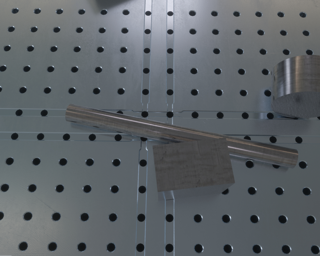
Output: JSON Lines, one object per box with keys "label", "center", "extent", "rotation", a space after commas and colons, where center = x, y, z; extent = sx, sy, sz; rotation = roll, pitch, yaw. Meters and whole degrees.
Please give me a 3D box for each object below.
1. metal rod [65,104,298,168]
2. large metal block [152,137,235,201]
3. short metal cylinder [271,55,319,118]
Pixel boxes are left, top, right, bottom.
{"label": "metal rod", "center": [0.025, 0.010, 0.408], "extent": [0.302, 0.025, 0.025], "rotation": [12, 71, 4]}
{"label": "large metal block", "center": [0.035, 0.051, 0.364], "extent": [0.081, 0.080, 0.050], "rotation": [-6, 70, -2]}
{"label": "short metal cylinder", "center": [0.187, -0.051, 0.403], "extent": [0.080, 0.080, 0.050], "rotation": [7, 70, 2]}
